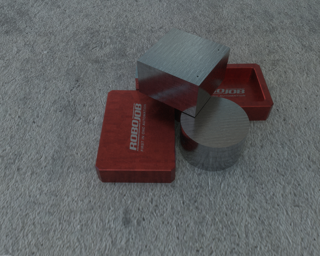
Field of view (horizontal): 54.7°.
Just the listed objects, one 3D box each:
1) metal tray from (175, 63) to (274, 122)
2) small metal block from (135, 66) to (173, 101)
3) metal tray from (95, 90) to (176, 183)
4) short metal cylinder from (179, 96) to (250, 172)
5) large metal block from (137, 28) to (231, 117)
[{"bbox_3d":[0.085,-0.052,0.446,0.131,0.030,0.090,-1,50,-1],"label":"metal tray"},{"bbox_3d":[-0.008,-0.060,0.439,0.050,0.050,0.025,1,50,0],"label":"small metal block"},{"bbox_3d":[-0.027,0.007,0.397,0.091,0.030,0.130,1,50,0],"label":"metal tray"},{"bbox_3d":[0.065,0.007,0.383,0.080,0.050,0.080,0,50,0],"label":"short metal cylinder"},{"bbox_3d":[0.029,-0.071,0.382,0.080,0.050,0.080,26,55,20],"label":"large metal block"}]
